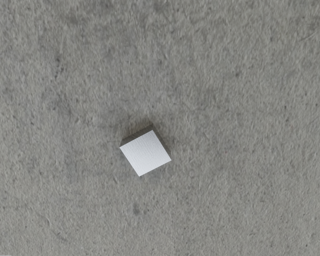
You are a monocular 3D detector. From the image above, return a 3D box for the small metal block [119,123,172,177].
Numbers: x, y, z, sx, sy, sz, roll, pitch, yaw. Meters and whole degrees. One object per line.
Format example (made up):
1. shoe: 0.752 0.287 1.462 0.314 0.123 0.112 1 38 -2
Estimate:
1. small metal block: -0.019 0.030 0.421 0.050 0.025 0.050 -28 108 10
